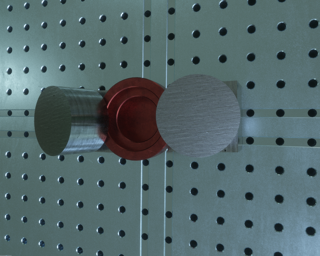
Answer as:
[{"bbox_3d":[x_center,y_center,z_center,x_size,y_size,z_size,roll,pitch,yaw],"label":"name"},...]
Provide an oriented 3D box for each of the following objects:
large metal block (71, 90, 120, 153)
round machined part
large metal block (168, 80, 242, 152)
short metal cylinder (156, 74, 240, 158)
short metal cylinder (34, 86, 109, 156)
[{"bbox_3d":[-0.085,-0.009,0.429,0.080,0.050,0.080,1,90,20],"label":"large metal block"},{"bbox_3d":[-0.023,-0.011,0.380,0.098,0.042,0.097,0,90,20],"label":"round machined part"},{"bbox_3d":[0.057,-0.012,0.379,0.080,0.050,0.080,-1,90,20],"label":"large metal block"},{"bbox_3d":[0.036,-0.012,0.319,0.081,0.050,0.080,0,90,0],"label":"short metal cylinder"},{"bbox_3d":[-0.106,-0.008,0.370,0.080,0.050,0.079,1,92,41],"label":"short metal cylinder"}]
